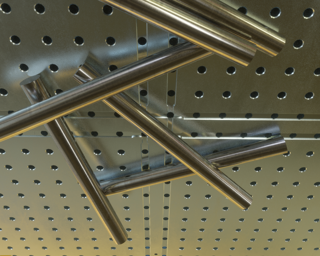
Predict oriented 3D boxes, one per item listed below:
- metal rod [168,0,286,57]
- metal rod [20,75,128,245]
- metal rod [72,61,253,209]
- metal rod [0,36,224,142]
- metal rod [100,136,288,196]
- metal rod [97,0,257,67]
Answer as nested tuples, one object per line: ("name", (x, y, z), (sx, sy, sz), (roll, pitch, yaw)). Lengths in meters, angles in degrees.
("metal rod", (-0.008, -0.140, 0.292), (0.302, 0.025, 0.025), (21, 127, -17))
("metal rod", (-0.109, 0.064, 0.440), (0.025, 0.025, 0.299), (-13, 122, 11))
("metal rod", (0.017, 0.021, 0.406), (0.301, 0.025, 0.025), (39, 120, -20))
("metal rod", (-0.076, -0.039, 0.340), (0.301, 0.025, 0.025), (-22, 128, 3))
("metal rod", (0.032, 0.062, 0.464), (0.301, 0.025, 0.025), (-16, 129, 13))
("metal rod", (-0.047, -0.127, 0.285), (0.301, 0.025, 0.025), (21, 127, -11))
